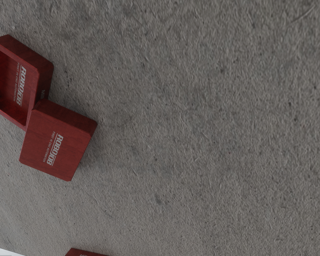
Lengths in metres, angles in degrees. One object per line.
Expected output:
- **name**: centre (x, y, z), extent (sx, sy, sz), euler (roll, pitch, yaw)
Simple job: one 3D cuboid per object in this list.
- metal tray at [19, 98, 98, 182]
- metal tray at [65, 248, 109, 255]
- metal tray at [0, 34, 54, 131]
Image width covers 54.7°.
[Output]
- **metal tray**: centre (-0.163, 0.024, 0.487), extent (0.090, 0.030, 0.129), euler (25, 130, -11)
- **metal tray**: centre (-0.140, 0.312, 0.670), extent (0.130, 0.030, 0.089), euler (-2, 118, 29)
- **metal tray**: centre (-0.219, -0.065, 0.478), extent (0.090, 0.030, 0.129), euler (33, 129, 6)
